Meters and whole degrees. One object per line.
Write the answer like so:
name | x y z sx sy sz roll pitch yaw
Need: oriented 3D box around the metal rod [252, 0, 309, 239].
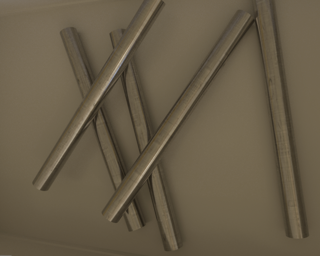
metal rod | 0.139 -0.025 0.361 0.025 0.025 0.298 -8 87 19

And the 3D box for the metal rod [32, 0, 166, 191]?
metal rod | -0.086 -0.039 0.411 0.025 0.025 0.299 38 102 16

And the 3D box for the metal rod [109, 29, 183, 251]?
metal rod | -0.020 0.012 0.416 0.025 0.025 0.298 -16 85 19

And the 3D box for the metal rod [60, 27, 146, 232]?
metal rod | -0.083 -0.003 0.438 0.025 0.025 0.299 -23 83 18

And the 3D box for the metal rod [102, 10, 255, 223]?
metal rod | 0.020 -0.011 0.383 0.025 0.025 0.299 35 94 16
